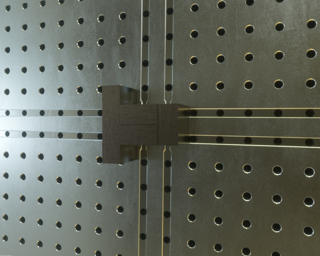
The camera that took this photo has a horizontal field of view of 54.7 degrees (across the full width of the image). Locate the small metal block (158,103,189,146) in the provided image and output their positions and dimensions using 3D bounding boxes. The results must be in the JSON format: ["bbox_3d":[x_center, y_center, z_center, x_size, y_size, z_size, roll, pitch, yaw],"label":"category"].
[{"bbox_3d":[0.018,-0.004,0.391,0.025,0.050,0.050,0,90,20],"label":"small metal block"}]

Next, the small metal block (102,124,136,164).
[{"bbox_3d":[-0.054,0.020,0.416,0.025,0.050,0.050,0,90,20],"label":"small metal block"}]

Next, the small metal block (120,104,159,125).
[{"bbox_3d":[-0.018,-0.017,0.404,0.050,0.050,0.025,0,90,19],"label":"small metal block"}]

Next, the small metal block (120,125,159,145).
[{"bbox_3d":[-0.018,0.008,0.404,0.050,0.050,0.025,0,90,19],"label":"small metal block"}]

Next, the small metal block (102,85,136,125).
[{"bbox_3d":[-0.054,-0.029,0.416,0.025,0.050,0.050,0,90,20],"label":"small metal block"}]
